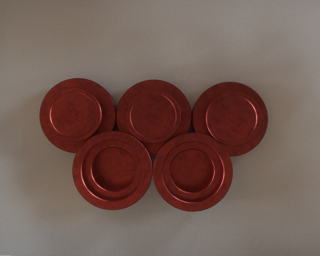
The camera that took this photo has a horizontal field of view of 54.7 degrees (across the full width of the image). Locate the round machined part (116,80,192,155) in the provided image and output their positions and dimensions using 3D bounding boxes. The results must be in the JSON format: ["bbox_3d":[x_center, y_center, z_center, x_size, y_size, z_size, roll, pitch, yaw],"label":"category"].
[{"bbox_3d":[-0.008,-0.014,0.400,0.099,0.042,0.097,0,89,0],"label":"round machined part"}]

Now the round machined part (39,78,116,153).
[{"bbox_3d":[-0.106,-0.016,0.399,0.099,0.042,0.097,0,89,-1],"label":"round machined part"}]

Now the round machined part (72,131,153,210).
[{"bbox_3d":[-0.058,0.052,0.401,0.099,0.042,0.097,0,90,0],"label":"round machined part"}]

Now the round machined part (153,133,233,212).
[{"bbox_3d":[0.040,0.054,0.401,0.099,0.042,0.097,0,90,0],"label":"round machined part"}]

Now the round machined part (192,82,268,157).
[{"bbox_3d":[0.091,-0.011,0.401,0.099,0.042,0.097,0,89,0],"label":"round machined part"}]
